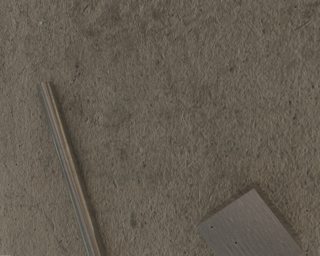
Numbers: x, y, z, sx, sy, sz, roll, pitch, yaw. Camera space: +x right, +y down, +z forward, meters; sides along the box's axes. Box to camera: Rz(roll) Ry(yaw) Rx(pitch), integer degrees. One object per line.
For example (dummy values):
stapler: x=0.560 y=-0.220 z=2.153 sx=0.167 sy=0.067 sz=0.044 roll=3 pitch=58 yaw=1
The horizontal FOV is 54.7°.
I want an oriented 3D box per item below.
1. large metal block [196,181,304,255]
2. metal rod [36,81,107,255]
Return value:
large metal block: x=0.103 y=0.120 z=0.359 sx=0.080 sy=0.050 sz=0.080 roll=-39 pitch=78 yaw=15
metal rod: x=-0.126 y=0.075 z=0.451 sx=0.025 sy=0.025 sz=0.299 roll=-21 pitch=83 yaw=18
